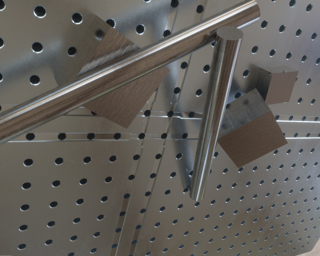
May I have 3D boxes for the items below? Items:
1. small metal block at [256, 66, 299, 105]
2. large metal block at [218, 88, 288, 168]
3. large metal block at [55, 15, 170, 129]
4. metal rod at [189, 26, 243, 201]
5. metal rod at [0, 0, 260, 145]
[{"bbox_3d":[0.173,-0.064,0.466,0.050,0.025,0.050,-9,122,-24],"label":"small metal block"},{"bbox_3d":[0.126,0.002,0.450,0.080,0.050,0.080,-30,131,15],"label":"large metal block"},{"bbox_3d":[-0.051,-0.058,0.331,0.080,0.050,0.080,30,102,-38],"label":"large metal block"},{"bbox_3d":[0.063,0.010,0.403,0.025,0.025,0.298,-19,141,-17],"label":"metal rod"},{"bbox_3d":[-0.034,-0.054,0.293,0.302,0.025,0.025,-28,128,-12],"label":"metal rod"}]
